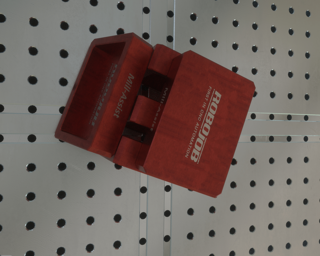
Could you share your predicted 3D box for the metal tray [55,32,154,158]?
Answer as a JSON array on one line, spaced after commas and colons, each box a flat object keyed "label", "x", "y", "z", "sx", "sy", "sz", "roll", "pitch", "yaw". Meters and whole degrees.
[{"label": "metal tray", "x": -0.066, "y": -0.039, "z": 0.351, "sx": 0.030, "sy": 0.090, "sz": 0.130, "roll": 26, "pitch": 81, "yaw": -40}]

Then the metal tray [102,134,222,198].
[{"label": "metal tray", "x": 0.000, "y": 0.044, "z": 0.377, "sx": 0.131, "sy": 0.090, "sz": 0.030, "roll": 22, "pitch": 83, "yaw": -19}]

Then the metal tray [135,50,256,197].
[{"label": "metal tray", "x": 0.039, "y": -0.004, "z": 0.327, "sx": 0.090, "sy": 0.030, "sz": 0.130, "roll": 22, "pitch": 83, "yaw": -19}]

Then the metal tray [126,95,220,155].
[{"label": "metal tray", "x": 0.016, "y": 0.001, "z": 0.382, "sx": 0.131, "sy": 0.090, "sz": 0.030, "roll": 21, "pitch": 82, "yaw": -20}]

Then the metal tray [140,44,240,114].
[{"label": "metal tray", "x": 0.036, "y": -0.055, "z": 0.390, "sx": 0.131, "sy": 0.090, "sz": 0.030, "roll": 22, "pitch": 84, "yaw": -18}]
